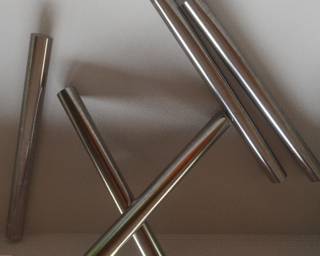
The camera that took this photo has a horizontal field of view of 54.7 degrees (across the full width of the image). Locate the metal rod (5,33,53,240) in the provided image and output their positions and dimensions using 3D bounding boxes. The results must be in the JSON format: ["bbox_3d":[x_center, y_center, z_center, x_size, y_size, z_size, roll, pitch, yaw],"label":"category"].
[{"bbox_3d":[-0.180,0.025,0.417,0.025,0.025,0.298,14,109,-6],"label":"metal rod"}]

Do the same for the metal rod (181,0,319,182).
[{"bbox_3d":[0.129,-0.041,0.398,0.025,0.025,0.300,-37,106,12],"label":"metal rod"}]

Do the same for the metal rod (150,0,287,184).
[{"bbox_3d":[0.081,-0.044,0.396,0.025,0.025,0.300,-34,107,11],"label":"metal rod"}]

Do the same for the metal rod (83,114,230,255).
[{"bbox_3d":[-0.017,0.089,0.357,0.301,0.025,0.025,-45,108,-21],"label":"metal rod"}]

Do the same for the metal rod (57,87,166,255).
[{"bbox_3d":[-0.046,0.083,0.379,0.025,0.025,0.299,-31,84,10],"label":"metal rod"}]
